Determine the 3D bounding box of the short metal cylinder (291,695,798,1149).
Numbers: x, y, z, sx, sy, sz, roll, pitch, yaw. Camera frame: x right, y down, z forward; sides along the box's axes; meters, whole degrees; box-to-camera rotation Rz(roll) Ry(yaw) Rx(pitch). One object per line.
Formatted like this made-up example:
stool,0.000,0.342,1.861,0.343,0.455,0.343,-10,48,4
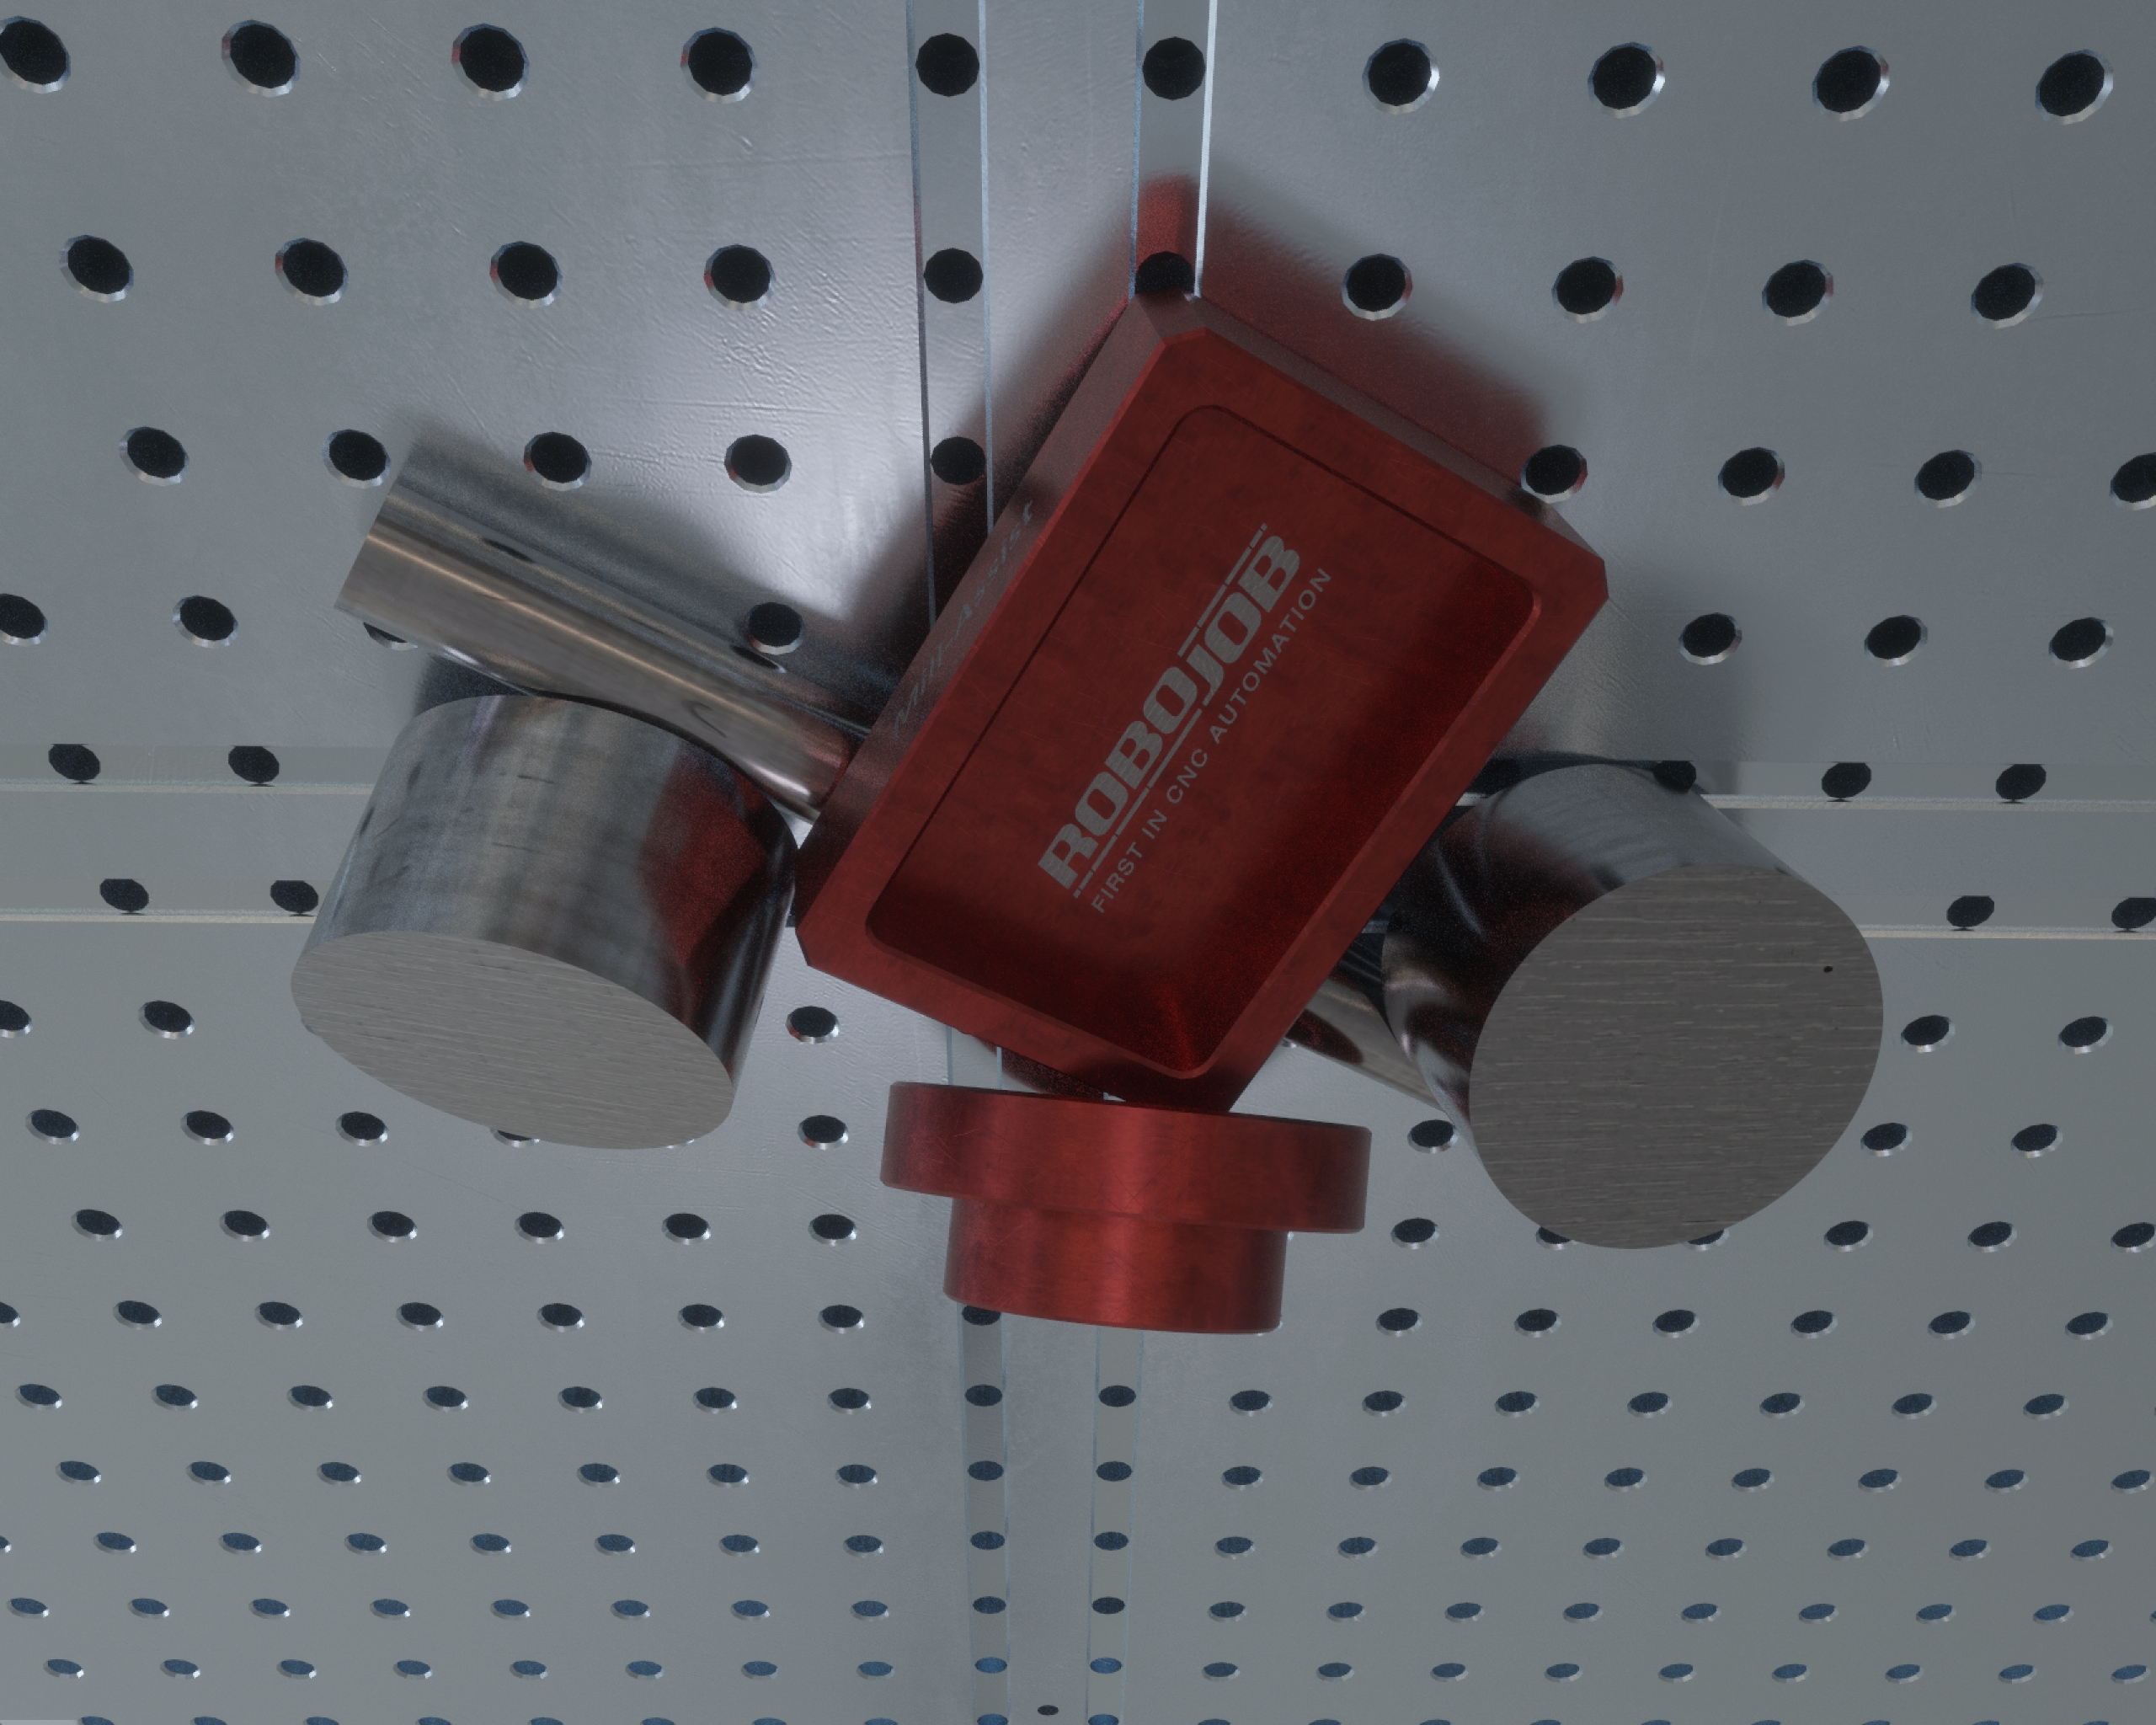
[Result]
short metal cylinder,-0.097,0.013,0.390,0.080,0.050,0.080,8,147,5

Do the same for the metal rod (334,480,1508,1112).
metal rod,0.004,0.005,0.415,0.302,0.025,0.025,25,126,-20

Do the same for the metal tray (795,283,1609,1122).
metal tray,0.019,-0.023,0.370,0.090,0.030,0.129,25,112,-20

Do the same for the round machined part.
round machined part,0.009,0.071,0.425,0.099,0.042,0.098,6,173,1

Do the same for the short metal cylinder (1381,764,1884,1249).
short metal cylinder,0.105,0.027,0.403,0.081,0.050,0.079,-4,114,-10
